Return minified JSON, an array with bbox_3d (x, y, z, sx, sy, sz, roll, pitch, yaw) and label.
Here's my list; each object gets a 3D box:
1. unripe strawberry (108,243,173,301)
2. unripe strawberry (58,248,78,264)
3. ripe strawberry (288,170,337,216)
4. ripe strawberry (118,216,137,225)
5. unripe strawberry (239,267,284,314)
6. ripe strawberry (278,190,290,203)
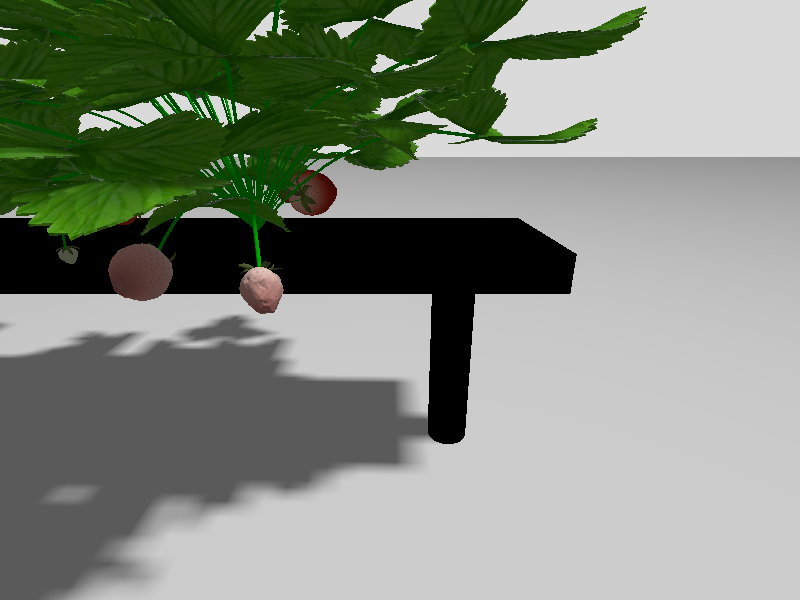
[{"bbox_3d":[-0.123,-0.012,0.188,0.027,0.028,0.029,0,25,-1],"label":"unripe strawberry"},{"bbox_3d":[-0.205,-0.027,0.248,0.011,0.010,0.010,15,26,33],"label":"unripe strawberry"},{"bbox_3d":[-0.089,-0.112,0.417,0.051,0.045,0.046,9,22,22],"label":"ripe strawberry"},{"bbox_3d":[-0.259,-0.085,0.365,0.034,0.033,0.037,3,21,9],"label":"ripe strawberry"},{"bbox_3d":[-0.060,-0.003,0.175,0.018,0.020,0.021,-7,-12,-18],"label":"unripe strawberry"},{"bbox_3d":[-0.133,-0.138,0.501,0.038,0.033,0.038,-1,21,-2],"label":"ripe strawberry"}]
